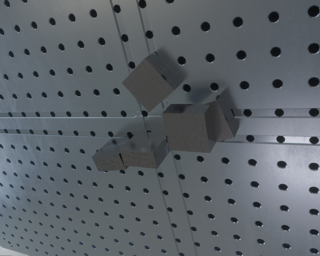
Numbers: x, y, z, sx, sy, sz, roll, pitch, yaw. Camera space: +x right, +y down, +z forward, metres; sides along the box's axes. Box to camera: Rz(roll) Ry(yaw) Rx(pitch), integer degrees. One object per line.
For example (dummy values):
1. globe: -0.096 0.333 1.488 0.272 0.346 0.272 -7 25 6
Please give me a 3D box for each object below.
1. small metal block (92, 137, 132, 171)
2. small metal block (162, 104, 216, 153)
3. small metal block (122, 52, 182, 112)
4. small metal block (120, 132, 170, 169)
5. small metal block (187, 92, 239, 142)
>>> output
1. small metal block: -0.061 0.037 0.451 0.050 0.050 0.025 -8 114 32
2. small metal block: 0.035 0.000 0.361 0.050 0.025 0.050 2 120 27
3. small metal block: -0.010 -0.056 0.383 0.050 0.025 0.050 47 129 -5
4. small metal block: -0.018 0.029 0.423 0.050 0.050 0.025 2 119 27
5. small metal block: 0.060 -0.010 0.374 0.050 0.025 0.050 -17 110 35
